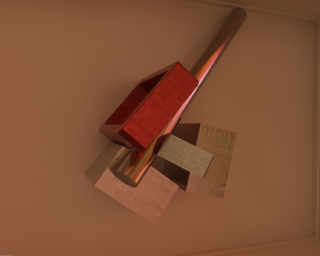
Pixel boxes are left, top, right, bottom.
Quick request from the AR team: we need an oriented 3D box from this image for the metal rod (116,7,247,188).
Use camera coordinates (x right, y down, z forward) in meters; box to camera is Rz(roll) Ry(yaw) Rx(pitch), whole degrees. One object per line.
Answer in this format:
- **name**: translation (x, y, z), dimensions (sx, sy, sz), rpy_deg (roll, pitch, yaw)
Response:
- **metal rod**: translation (0.041, -0.057, 0.377), dimensions (0.025, 0.025, 0.301), rpy_deg (43, 59, -15)

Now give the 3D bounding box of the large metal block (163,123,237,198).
- **large metal block**: translation (0.047, 0.039, 0.400), dimensions (0.050, 0.080, 0.080), rpy_deg (14, 85, -20)

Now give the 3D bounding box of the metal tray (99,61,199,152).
- **metal tray**: translation (-0.019, -0.021, 0.346), dimensions (0.030, 0.130, 0.090), rpy_deg (42, 78, -15)

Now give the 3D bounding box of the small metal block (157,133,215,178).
- **small metal block**: translation (0.029, 0.029, 0.329), dimensions (0.050, 0.050, 0.025), rpy_deg (26, 89, 13)

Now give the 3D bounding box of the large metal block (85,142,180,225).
- **large metal block**: translation (-0.036, 0.062, 0.369), dimensions (0.080, 0.080, 0.050), rpy_deg (38, 78, -17)
